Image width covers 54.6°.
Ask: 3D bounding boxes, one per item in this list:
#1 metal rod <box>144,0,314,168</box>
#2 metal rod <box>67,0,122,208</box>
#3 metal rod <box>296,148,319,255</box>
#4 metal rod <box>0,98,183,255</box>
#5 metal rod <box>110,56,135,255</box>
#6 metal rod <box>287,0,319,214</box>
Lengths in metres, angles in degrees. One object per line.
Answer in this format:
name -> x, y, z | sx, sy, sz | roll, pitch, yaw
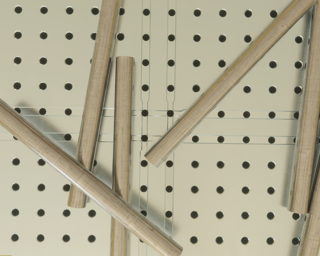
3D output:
metal rod -> 0.091, -0.064, 0.413 | 0.025, 0.025, 0.300 | 44, 90, 0
metal rod -> -0.085, -0.044, 0.412 | 0.025, 0.025, 0.298 | 10, 90, 0
metal rod -> 0.223, 0.053, 0.414 | 0.025, 0.025, 0.299 | 12, 90, 0
metal rod -> -0.095, 0.064, 0.386 | 0.300, 0.025, 0.025 | 39, 90, 0
metal rod -> -0.051, 0.056, 0.413 | 0.025, 0.025, 0.298 | 2, 90, 0
metal rod -> 0.202, -0.037, 0.414 | 0.025, 0.025, 0.298 | 7, 90, 0
